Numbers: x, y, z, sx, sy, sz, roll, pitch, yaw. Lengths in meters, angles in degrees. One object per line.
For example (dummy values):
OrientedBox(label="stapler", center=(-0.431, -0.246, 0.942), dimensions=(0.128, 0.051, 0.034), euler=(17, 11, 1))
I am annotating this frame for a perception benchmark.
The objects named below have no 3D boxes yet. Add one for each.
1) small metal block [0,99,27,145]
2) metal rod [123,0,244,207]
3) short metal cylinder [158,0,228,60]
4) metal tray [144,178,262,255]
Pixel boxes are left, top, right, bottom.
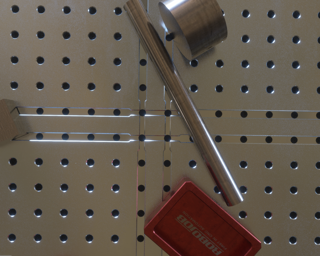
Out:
OrientedBox(label="small metal block", center=(-0.214, -0.005, 0.411), dimensions=(0.050, 0.025, 0.050), euler=(-23, 90, -1))
OrientedBox(label="metal rod", center=(0.032, -0.034, 0.413), dimensions=(0.025, 0.025, 0.299), euler=(-28, 90, 0))
OrientedBox(label="short metal cylinder", center=(0.040, -0.132, 0.386), dimensions=(0.050, 0.080, 0.080), euler=(-31, 90, 0))
OrientedBox(label="metal tray", center=(0.055, 0.141, 0.411), dimensions=(0.130, 0.030, 0.090), euler=(41, 90, -1))
